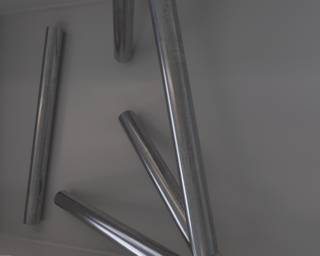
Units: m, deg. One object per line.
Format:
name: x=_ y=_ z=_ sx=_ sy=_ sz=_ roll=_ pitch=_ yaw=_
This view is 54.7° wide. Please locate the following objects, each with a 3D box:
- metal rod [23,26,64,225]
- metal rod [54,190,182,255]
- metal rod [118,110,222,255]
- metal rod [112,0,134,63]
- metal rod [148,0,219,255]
metal rod: x=-0.178 y=-0.002 z=0.473 sx=0.025 sy=0.025 sz=0.298 roll=9 pitch=93 yaw=20
metal rod: x=-0.044 y=0.123 z=0.357 sx=0.300 sy=0.025 sz=0.025 roll=10 pitch=94 yaw=46
metal rod: x=0.020 y=0.085 z=0.339 sx=0.025 sy=0.025 sz=0.300 roll=-45 pitch=52 yaw=14
metal rod: x=-0.035 y=-0.171 z=0.303 sx=0.025 sy=0.299 sz=0.025 roll=3 pitch=61 yaw=-5
metal rod: x=0.016 y=-0.034 z=0.287 sx=0.025 sy=0.025 sz=0.298 roll=-10 pitch=89 yaw=20
